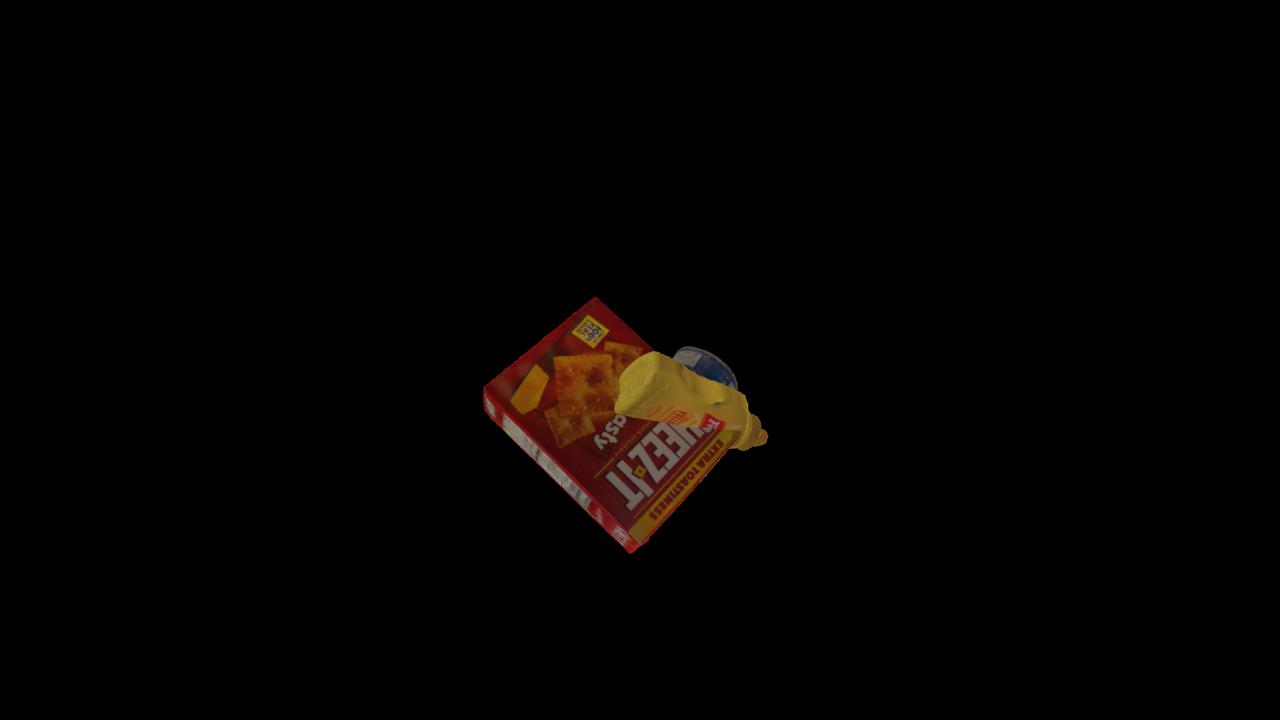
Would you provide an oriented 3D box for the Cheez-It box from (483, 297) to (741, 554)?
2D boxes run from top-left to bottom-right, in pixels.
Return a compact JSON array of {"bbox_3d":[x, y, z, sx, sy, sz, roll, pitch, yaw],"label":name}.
[{"bbox_3d":[-0.030,0.064,0.650,0.166,0.223,0.071,-42,-10,-25],"label":"Cheez-It box"}]

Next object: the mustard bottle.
[{"bbox_3d":[0.065,0.056,0.654,0.184,0.054,0.092,24,-52,-26],"label":"mustard bottle"}]

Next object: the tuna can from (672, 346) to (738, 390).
[{"bbox_3d":[0.067,0.026,0.705,0.084,0.084,0.034,0,43,49],"label":"tuna can"}]
